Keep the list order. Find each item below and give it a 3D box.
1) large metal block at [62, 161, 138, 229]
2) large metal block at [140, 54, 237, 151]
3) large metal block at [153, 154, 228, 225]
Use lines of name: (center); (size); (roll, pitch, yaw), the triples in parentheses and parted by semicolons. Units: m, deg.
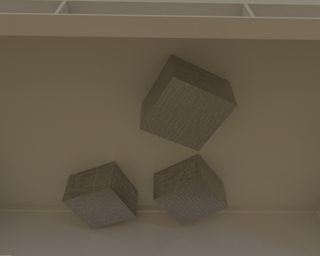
large metal block: (-0.090, 0.106, 0.482); (0.080, 0.050, 0.080); (-19, 128, 15)
large metal block: (0.031, -0.028, 0.369); (0.080, 0.050, 0.080); (21, 127, -18)
large metal block: (0.046, 0.096, 0.475); (0.080, 0.050, 0.080); (-27, 125, 21)
